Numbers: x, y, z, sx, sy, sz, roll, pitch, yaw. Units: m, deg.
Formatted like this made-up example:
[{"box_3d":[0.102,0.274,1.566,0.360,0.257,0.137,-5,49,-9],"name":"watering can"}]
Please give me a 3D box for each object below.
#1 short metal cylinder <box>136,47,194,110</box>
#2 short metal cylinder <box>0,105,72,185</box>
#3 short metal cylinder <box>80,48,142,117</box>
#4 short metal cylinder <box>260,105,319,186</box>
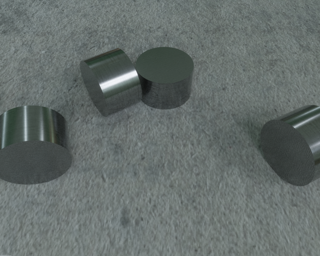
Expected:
[{"box_3d":[0.007,-0.073,0.448,0.081,0.050,0.080,0,50,0],"name":"short metal cylinder"},{"box_3d":[-0.143,0.021,0.348,0.081,0.080,0.050,-12,51,-10],"name":"short metal cylinder"},{"box_3d":[-0.067,-0.061,0.418,0.050,0.080,0.080,-27,55,-21],"name":"short metal cylinder"},{"box_3d":[0.162,0.019,0.353,0.050,0.080,0.080,-22,54,-17],"name":"short metal cylinder"}]
